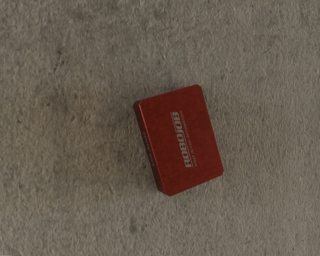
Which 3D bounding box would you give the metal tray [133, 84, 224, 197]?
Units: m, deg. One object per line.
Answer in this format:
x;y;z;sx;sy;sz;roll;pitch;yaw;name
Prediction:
0.026;0.015;0.417;0.091;0.030;0.129;-18;96;-20;metal tray
